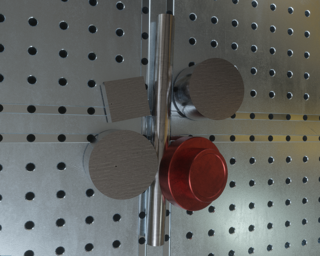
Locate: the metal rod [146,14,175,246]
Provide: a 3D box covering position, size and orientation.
[{"bbox_3d":[0.001,0.002,0.409,0.025,0.025,0.298,3,89,-20],"label":"metal rod"}]

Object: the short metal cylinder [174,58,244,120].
[{"bbox_3d":[0.065,-0.050,0.419,0.081,0.050,0.079,0,90,-20],"label":"short metal cylinder"}]

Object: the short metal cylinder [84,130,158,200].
[{"bbox_3d":[-0.049,0.042,0.377,0.081,0.050,0.079,0,90,-20],"label":"short metal cylinder"}]

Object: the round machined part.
[{"bbox_3d":[0.051,0.060,0.405,0.099,0.042,0.097,0,89,-36],"label":"round machined part"}]

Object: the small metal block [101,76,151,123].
[{"bbox_3d":[-0.044,-0.036,0.392,0.050,0.025,0.050,-12,94,-20],"label":"small metal block"}]
